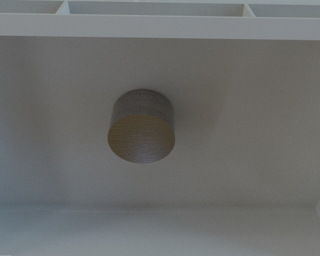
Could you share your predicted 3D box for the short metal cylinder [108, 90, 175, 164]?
[{"bbox_3d":[-0.022,-0.001,0.389,0.080,0.050,0.080,0,130,0],"label":"short metal cylinder"}]
